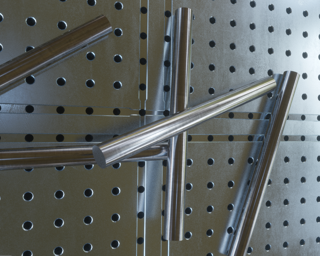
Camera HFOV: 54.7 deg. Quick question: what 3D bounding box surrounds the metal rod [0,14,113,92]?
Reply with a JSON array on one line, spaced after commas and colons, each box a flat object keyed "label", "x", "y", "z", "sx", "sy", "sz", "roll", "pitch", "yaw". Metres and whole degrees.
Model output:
[{"label": "metal rod", "x": -0.186, "y": -0.050, "z": 0.343, "sx": 0.302, "sy": 0.025, "sz": 0.025, "roll": -34, "pitch": 101, "yaw": -17}]

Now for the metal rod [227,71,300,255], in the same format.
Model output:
[{"label": "metal rod", "x": 0.160, "y": 0.054, "z": 0.473, "sx": 0.025, "sy": 0.025, "sz": 0.299, "roll": 22, "pitch": 83, "yaw": -19}]

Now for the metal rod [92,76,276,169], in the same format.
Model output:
[{"label": "metal rod", "x": 0.054, "y": -0.019, "z": 0.391, "sx": 0.302, "sy": 0.025, "sz": 0.025, "roll": -23, "pitch": 98, "yaw": -35}]

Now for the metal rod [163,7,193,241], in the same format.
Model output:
[{"label": "metal rod", "x": 0.025, "y": -0.012, "z": 0.401, "sx": 0.025, "sy": 0.025, "sz": 0.298, "roll": 7, "pitch": 80, "yaw": -20}]

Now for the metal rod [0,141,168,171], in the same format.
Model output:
[{"label": "metal rod", "x": -0.121, "y": 0.034, "z": 0.368, "sx": 0.303, "sy": 0.025, "sz": 0.025, "roll": -2, "pitch": 91, "yaw": -21}]
